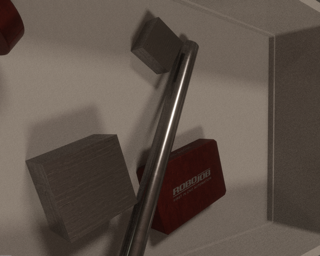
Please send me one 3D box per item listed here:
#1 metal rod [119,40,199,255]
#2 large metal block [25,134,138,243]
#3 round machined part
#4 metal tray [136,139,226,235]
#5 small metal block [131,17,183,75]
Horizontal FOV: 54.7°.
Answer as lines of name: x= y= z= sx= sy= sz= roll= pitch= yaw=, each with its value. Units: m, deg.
metal rod: x=0.005 y=0.013 z=0.383 sx=0.025 sy=0.025 sz=0.300 roll=35 pitch=59 yaw=-35
large metal block: x=-0.080 y=0.057 z=0.324 sx=0.081 sy=0.050 sz=0.080 roll=-24 pitch=104 yaw=-38
round machined part: x=-0.157 y=-0.087 z=0.228 sx=0.098 sy=0.098 sz=0.042 roll=41 pitch=65 yaw=-33
metal tray: x=0.036 y=0.077 z=0.436 sx=0.131 sy=0.030 sz=0.089 roll=-22 pitch=104 yaw=-38
small metal block: x=-0.003 y=-0.107 z=0.406 sx=0.050 sy=0.025 sz=0.050 roll=37 pitch=67 yaw=-34
